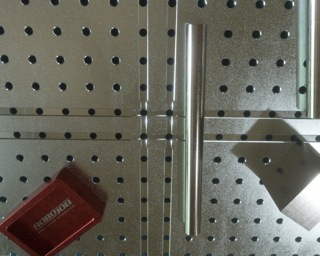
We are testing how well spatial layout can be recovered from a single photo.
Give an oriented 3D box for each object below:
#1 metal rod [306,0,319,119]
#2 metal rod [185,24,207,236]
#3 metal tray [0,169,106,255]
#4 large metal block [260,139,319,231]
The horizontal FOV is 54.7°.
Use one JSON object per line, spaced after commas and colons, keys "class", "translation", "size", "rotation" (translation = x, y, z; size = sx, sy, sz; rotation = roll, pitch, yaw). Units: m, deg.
{"class": "metal rod", "translation": [0.183, -0.155, 0.357], "size": [0.025, 0.025, 0.298], "rotation": [-8, 110, 3]}
{"class": "metal rod", "translation": [0.047, 0.016, 0.419], "size": [0.025, 0.025, 0.298], "rotation": [-1, 110, 0]}
{"class": "metal tray", "translation": [-0.158, 0.132, 0.457], "size": [0.130, 0.030, 0.090], "rotation": [-39, 106, 13]}
{"class": "large metal block", "translation": [0.192, 0.073, 0.413], "size": [0.050, 0.080, 0.080], "rotation": [35, 106, -12]}
